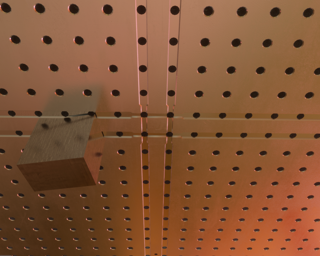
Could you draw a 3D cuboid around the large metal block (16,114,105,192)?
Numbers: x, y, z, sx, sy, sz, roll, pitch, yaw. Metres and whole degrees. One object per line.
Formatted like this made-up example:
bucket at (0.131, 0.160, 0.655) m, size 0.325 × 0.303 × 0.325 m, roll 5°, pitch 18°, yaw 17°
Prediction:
large metal block at (-0.122, 0.031, 0.401) m, size 0.080 × 0.080 × 0.050 m, roll -7°, pitch 130°, yaw 6°
